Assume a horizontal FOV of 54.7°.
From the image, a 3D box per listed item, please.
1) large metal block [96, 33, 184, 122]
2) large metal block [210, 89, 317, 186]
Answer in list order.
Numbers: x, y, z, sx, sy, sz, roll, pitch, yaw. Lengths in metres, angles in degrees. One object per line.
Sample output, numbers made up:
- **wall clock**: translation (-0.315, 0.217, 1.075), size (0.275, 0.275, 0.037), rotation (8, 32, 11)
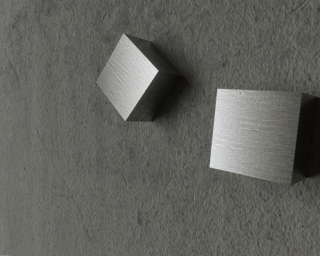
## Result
- **large metal block**: translation (-0.029, -0.065, 0.413), size (0.080, 0.050, 0.080), rotation (51, 120, 27)
- **large metal block**: translation (0.101, 0.005, 0.306), size (0.080, 0.050, 0.079), rotation (9, 96, 39)
